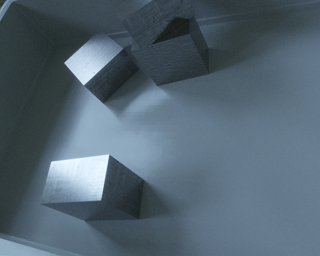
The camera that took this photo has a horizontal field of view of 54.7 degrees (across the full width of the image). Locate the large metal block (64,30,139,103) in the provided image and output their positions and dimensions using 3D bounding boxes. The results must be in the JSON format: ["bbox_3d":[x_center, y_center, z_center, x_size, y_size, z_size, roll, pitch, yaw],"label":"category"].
[{"bbox_3d":[-0.095,-0.100,0.501,0.080,0.050,0.080,-44,51,-2],"label":"large metal block"}]

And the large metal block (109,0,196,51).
[{"bbox_3d":[-0.014,-0.158,0.391,0.080,0.050,0.080,-32,51,7],"label":"large metal block"}]

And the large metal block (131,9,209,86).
[{"bbox_3d":[0.017,-0.109,0.429,0.080,0.080,0.050,-10,58,23],"label":"large metal block"}]

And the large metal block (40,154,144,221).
[{"bbox_3d":[-0.076,0.074,0.365,0.080,0.080,0.050,-9,58,23],"label":"large metal block"}]
